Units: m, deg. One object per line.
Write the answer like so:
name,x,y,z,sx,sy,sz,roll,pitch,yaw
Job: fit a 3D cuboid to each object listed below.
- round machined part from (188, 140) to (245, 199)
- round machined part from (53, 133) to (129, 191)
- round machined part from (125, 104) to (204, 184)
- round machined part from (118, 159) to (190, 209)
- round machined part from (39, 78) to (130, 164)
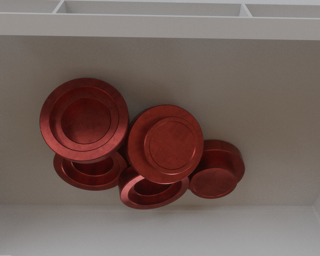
round machined part,0.075,0.067,0.453,0.099,0.042,0.097,-1,130,0
round machined part,-0.092,0.040,0.427,0.099,0.042,0.097,-1,130,0
round machined part,0.009,0.020,0.377,0.099,0.042,0.097,0,91,-17
round machined part,-0.011,0.072,0.442,0.099,0.042,0.097,-10,137,-9
round machined part,-0.085,-0.006,0.366,0.099,0.098,0.042,2,166,-2
